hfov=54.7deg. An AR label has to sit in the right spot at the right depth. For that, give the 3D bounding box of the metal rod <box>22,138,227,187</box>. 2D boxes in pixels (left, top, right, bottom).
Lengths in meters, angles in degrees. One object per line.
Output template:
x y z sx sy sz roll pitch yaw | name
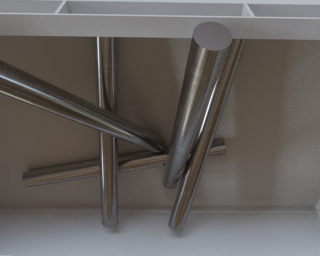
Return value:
-0.056 0.052 0.452 0.301 0.025 0.025 -10 130 8 | metal rod

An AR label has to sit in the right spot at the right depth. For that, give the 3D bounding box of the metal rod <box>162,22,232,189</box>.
0.025 0.010 0.329 0.025 0.025 0.299 3 152 -2 | metal rod

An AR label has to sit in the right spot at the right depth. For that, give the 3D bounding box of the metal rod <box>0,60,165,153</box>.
-0.084 -0.019 0.309 0.025 0.025 0.301 -29 150 22 | metal rod

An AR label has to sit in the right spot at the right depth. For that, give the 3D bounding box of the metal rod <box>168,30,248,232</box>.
0.053 0.026 0.402 0.025 0.025 0.298 8 121 -7 | metal rod

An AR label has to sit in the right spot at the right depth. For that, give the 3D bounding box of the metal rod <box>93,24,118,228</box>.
-0.067 0.021 0.401 0.025 0.025 0.298 3 123 -3 | metal rod
